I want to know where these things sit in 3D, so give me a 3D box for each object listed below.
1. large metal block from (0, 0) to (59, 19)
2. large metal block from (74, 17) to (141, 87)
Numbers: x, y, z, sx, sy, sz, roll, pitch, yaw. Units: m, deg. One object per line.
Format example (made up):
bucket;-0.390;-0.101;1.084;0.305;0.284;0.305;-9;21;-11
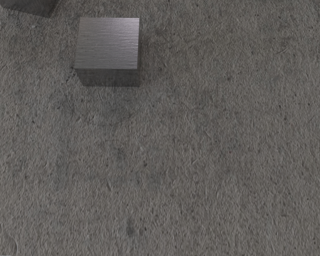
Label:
large metal block;-0.204;-0.216;0.457;0.080;0.080;0.050;15;71;5
large metal block;-0.069;-0.105;0.433;0.080;0.050;0.080;1;70;0
